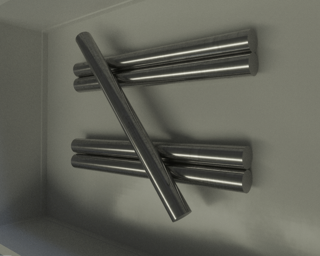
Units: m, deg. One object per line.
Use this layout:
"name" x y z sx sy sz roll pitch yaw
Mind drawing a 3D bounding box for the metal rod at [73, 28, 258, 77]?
"metal rod" -0.018 -0.094 0.420 0.300 0.025 0.025 1 91 40

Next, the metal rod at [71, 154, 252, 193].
"metal rod" -0.023 0.056 0.424 0.300 0.025 0.025 0 90 40

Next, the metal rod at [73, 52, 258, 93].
"metal rod" -0.018 -0.069 0.419 0.300 0.025 0.025 1 91 40

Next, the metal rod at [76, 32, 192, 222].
"metal rod" -0.045 -0.018 0.410 0.025 0.025 0.299 -45 63 31

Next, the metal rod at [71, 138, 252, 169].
"metal rod" -0.023 0.030 0.423 0.300 0.025 0.025 0 90 40
